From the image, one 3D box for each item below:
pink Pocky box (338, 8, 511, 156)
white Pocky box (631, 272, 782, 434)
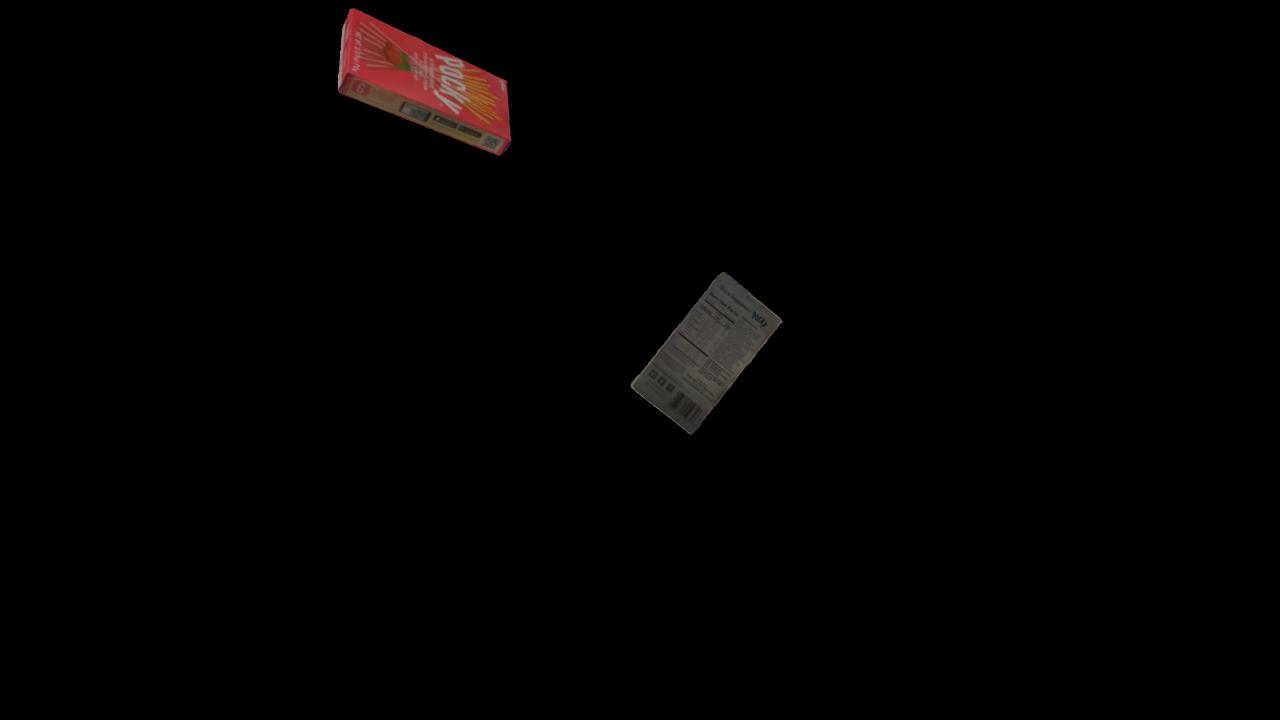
[{"bbox_3d":[-0.197,-0.257,0.578,0.155,0.084,0.029,12,-31,-38],"label":"pink Pocky box"},{"bbox_3d":[0.069,-0.007,0.641,0.084,0.154,0.028,39,-3,-4],"label":"white Pocky box"}]
